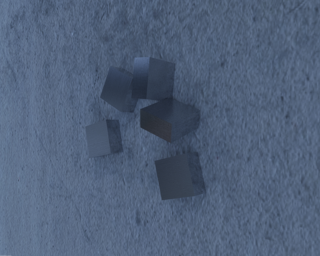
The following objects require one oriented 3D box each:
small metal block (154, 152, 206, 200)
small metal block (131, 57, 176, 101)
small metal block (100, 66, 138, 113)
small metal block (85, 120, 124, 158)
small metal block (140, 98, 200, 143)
[{"bbox_3d":[0.025,0.060,0.383,0.050,0.025,0.050,-18,79,38],"label":"small metal block"},{"bbox_3d":[-0.008,-0.060,0.393,0.025,0.050,0.050,8,95,39],"label":"small metal block"},{"bbox_3d":[-0.055,-0.056,0.448,0.050,0.025,0.050,34,111,34],"label":"small metal block"},{"bbox_3d":[-0.086,0.017,0.473,0.050,0.025,0.050,-15,81,38],"label":"small metal block"},{"bbox_3d":[0.012,-0.011,0.374,0.050,0.050,0.025,26,127,36],"label":"small metal block"}]
